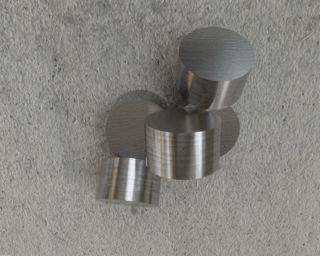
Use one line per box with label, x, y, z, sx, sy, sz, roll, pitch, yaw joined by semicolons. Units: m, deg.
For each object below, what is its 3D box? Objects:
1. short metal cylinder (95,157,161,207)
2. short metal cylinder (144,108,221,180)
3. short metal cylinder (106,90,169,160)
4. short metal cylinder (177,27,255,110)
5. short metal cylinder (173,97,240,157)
short metal cylinder;-0.039;0.072;0.401;0.081;0.080;0.050;7;71;-3
short metal cylinder;0.024;0.014;0.334;0.081;0.080;0.050;-1;110;0
short metal cylinder;-0.025;-0.004;0.395;0.081;0.050;0.079;0;110;-1
short metal cylinder;0.060;-0.067;0.350;0.081;0.080;0.050;1;148;-1
short metal cylinder;0.056;-0.006;0.396;0.081;0.050;0.079;0;110;-1
